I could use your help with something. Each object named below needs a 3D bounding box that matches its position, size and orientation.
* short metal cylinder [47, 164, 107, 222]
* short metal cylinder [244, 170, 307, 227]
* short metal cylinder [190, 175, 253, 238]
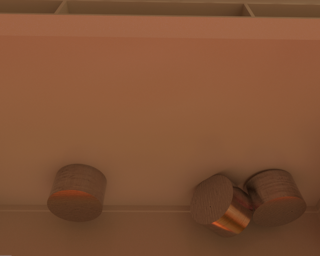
[{"bbox_3d":[-0.126,0.101,0.477,0.081,0.050,0.079,0,130,0],"label":"short metal cylinder"},{"bbox_3d":[0.178,0.111,0.485,0.081,0.050,0.079,-3,131,-3],"label":"short metal cylinder"},{"bbox_3d":[0.093,0.120,0.476,0.080,0.080,0.050,-36,121,26],"label":"short metal cylinder"}]
